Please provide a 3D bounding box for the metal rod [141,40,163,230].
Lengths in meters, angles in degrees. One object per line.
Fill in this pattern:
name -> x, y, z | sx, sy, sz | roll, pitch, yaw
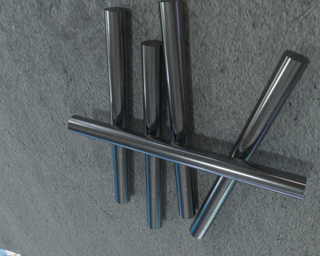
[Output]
metal rod -> -0.008, 0.030, 0.429 | 0.025, 0.025, 0.298 | 13, 124, 21

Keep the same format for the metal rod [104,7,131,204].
metal rod -> -0.056, -0.009, 0.430 | 0.025, 0.025, 0.298 | 15, 125, 19

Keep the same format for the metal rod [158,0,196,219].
metal rod -> 0.026, -0.002, 0.391 | 0.025, 0.025, 0.298 | 8, 122, 24

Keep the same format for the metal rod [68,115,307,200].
metal rod -> 0.017, 0.029, 0.382 | 0.301, 0.025, 0.025 | 14, 124, 20

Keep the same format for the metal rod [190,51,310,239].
metal rod -> 0.094, 0.045, 0.385 | 0.025, 0.025, 0.298 | 27, 128, 11
